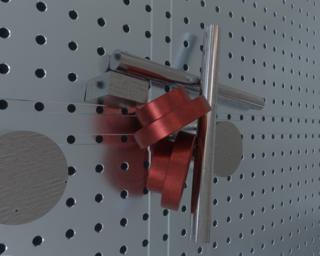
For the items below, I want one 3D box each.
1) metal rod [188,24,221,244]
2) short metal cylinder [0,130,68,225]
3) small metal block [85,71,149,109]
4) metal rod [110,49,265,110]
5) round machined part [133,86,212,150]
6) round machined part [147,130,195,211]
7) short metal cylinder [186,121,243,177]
[{"bbox_3d":[0.062,-0.007,0.410,0.025,0.025,0.299,23,64,-38],"label":"metal rod"},{"bbox_3d":[-0.133,0.042,0.282,0.081,0.050,0.080,0,90,-40],"label":"short metal cylinder"},{"bbox_3d":[-0.049,-0.041,0.351,0.050,0.050,0.025,11,79,-39],"label":"small metal block"},{"bbox_3d":[0.062,-0.062,0.460,0.302,0.025,0.025,9,84,-40],"label":"metal rod"},{"bbox_3d":[0.009,-0.016,0.374,0.099,0.098,0.042,-29,89,-36],"label":"round machined part"},{"bbox_3d":[0.013,0.050,0.387,0.098,0.042,0.097,12,92,-82],"label":"round machined part"},{"bbox_3d":[0.077,0.030,0.457,0.081,0.050,0.080,0,90,-40],"label":"short metal cylinder"}]
